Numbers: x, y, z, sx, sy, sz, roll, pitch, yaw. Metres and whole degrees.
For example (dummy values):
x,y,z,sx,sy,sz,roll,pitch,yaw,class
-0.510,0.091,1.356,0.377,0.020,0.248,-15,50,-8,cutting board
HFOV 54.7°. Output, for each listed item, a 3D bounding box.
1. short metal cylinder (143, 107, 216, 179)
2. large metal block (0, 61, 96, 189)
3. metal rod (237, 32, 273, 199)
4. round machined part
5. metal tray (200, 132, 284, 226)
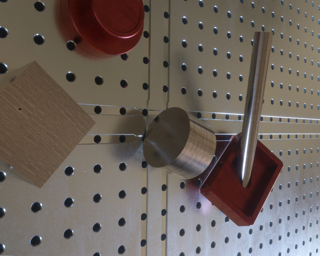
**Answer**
x,y,z,sx,sy,sz,roll,pitch,yaw,class
0.024,0.020,0.396,0.050,0.080,0.080,28,72,-37,short metal cylinder
-0.123,-0.003,0.290,0.080,0.050,0.080,50,60,-29,large metal block
0.140,0.006,0.482,0.025,0.025,0.298,-12,112,-40,metal rod
-0.057,-0.132,0.352,0.099,0.042,0.097,0,90,-40,round machined part
0.134,0.079,0.499,0.090,0.030,0.130,42,62,-5,metal tray
